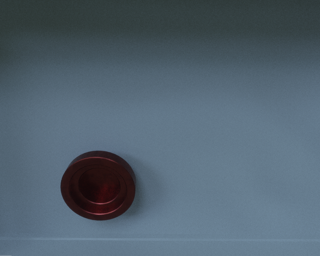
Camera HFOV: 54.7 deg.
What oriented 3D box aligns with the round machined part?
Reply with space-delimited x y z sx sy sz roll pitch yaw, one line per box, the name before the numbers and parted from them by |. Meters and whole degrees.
round machined part | -0.082 0.075 0.429 0.099 0.042 0.097 0 110 -1
